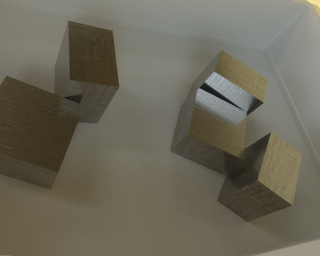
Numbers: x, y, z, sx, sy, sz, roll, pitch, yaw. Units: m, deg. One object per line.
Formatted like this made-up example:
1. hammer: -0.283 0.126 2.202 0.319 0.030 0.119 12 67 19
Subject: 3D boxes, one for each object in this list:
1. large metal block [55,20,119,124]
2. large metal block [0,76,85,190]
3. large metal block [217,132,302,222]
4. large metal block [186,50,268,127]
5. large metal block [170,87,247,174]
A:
1. large metal block: -0.088 -0.061 0.359 0.050 0.080 0.080 5 59 -27
2. large metal block: -0.133 0.006 0.314 0.080 0.050 0.080 22 54 -15
3. large metal block: 0.128 0.064 0.400 0.050 0.080 0.080 36 51 -5
4. large metal block: 0.096 -0.053 0.454 0.080 0.080 0.050 30 52 -9
5. large metal block: 0.068 0.004 0.423 0.080 0.050 0.080 25 53 -13
